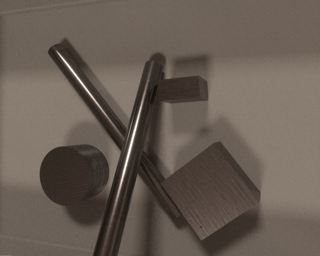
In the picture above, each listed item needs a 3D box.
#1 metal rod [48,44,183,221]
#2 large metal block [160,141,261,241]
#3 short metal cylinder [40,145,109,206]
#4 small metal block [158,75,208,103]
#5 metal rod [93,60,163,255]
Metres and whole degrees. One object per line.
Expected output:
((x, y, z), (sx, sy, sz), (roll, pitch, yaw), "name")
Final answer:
((-0.065, -0.003, 0.432), (0.025, 0.025, 0.300), (-42, 77, 15), "metal rod")
((0.062, 0.073, 0.375), (0.080, 0.050, 0.080), (-40, 78, 15), "large metal block")
((-0.120, 0.064, 0.438), (0.080, 0.050, 0.079), (0, 90, 19), "short metal cylinder")
((0.030, -0.047, 0.386), (0.050, 0.050, 0.025), (-3, 89, 19), "small metal block")
((-0.039, 0.052, 0.358), (0.025, 0.025, 0.299), (5, 67, 19), "metal rod")
